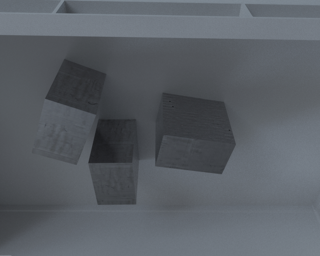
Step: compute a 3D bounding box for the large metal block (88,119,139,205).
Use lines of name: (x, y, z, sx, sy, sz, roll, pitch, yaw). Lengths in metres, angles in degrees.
large metal block: (-0.057, 0.044, 0.410, 0.050, 0.080, 0.079, -1, 130, 0)

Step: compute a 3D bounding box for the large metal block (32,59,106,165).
large metal block: (-0.103, -0.018, 0.356, 0.050, 0.080, 0.079, 18, 128, -15)

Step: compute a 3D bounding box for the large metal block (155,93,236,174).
large metal block: (0.038, 0.005, 0.378, 0.081, 0.080, 0.050, 8, 130, -7)
